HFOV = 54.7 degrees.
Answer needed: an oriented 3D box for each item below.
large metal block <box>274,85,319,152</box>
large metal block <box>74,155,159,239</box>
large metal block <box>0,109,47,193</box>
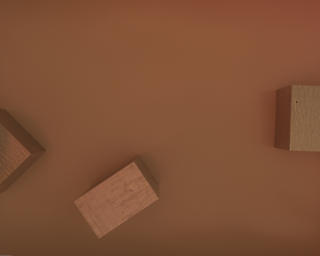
[{"bbox_3d":[0.199,-0.011,0.400,0.081,0.050,0.080,2,90,0],"label":"large metal block"},{"bbox_3d":[-0.048,0.080,0.383,0.080,0.080,0.050,-34,90,0],"label":"large metal block"},{"bbox_3d":[-0.212,0.031,0.397,0.080,0.050,0.080,-45,90,0],"label":"large metal block"}]
